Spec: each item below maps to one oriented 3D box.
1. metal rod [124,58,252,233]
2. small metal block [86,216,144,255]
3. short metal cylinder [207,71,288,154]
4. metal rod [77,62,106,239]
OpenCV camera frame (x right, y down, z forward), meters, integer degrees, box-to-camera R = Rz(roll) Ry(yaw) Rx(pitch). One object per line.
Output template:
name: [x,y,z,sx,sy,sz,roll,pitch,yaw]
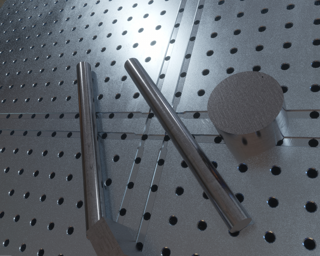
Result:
metal rod: [0.018,-0.002,0.400,0.025,0.025,0.300,-36,51,4]
small metal block: [-0.047,0.129,0.338,0.025,0.050,0.050,-43,51,-1]
short metal cylinder: [0.100,-0.017,0.350,0.080,0.050,0.080,-13,56,21]
metal rod: [-0.104,0.011,0.456,0.025,0.025,0.299,-24,53,13]
